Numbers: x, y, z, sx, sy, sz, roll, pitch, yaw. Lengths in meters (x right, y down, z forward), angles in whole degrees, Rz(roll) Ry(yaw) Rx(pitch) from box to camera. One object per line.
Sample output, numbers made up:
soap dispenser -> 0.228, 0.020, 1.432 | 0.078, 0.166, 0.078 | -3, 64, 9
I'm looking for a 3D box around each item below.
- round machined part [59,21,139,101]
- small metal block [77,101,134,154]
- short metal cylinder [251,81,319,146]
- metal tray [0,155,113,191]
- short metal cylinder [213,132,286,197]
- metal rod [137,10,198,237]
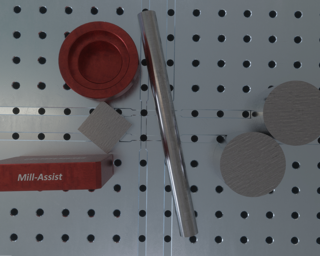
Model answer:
round machined part -> -0.076, -0.083, 0.402 | 0.099, 0.042, 0.097 | 0, 86, 0
small metal block -> -0.071, -0.001, 0.413 | 0.050, 0.025, 0.050 | 40, 90, 0
short metal cylinder -> 0.166, -0.018, 0.402 | 0.081, 0.050, 0.079 | 0, 90, 0
metal tray -> -0.130, 0.053, 0.379 | 0.131, 0.090, 0.030 | -1, 90, 0
short metal cylinder -> 0.113, 0.044, 0.402 | 0.081, 0.050, 0.079 | 0, 90, -1
metal rod -> 0.010, -0.005, 0.413 | 0.025, 0.025, 0.298 | -11, 90, 0
